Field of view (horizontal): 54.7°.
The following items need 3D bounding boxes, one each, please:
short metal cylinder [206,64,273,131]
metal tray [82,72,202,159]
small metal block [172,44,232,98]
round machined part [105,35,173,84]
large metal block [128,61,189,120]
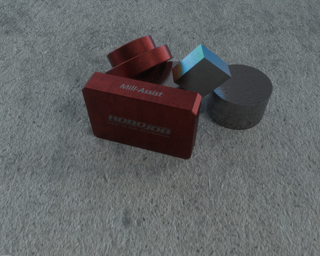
[{"bbox_3d":[0.107,-0.043,0.426,0.081,0.050,0.080,0,50,0],"label":"short metal cylinder"},{"bbox_3d":[-0.021,-0.013,0.373,0.131,0.090,0.030,13,52,10],"label":"metal tray"},{"bbox_3d":[0.052,-0.069,0.388,0.050,0.050,0.025,26,43,-34],"label":"small metal block"},{"bbox_3d":[-0.035,-0.097,0.438,0.099,0.098,0.042,-30,100,-23],"label":"round machined part"},{"bbox_3d":[-0.003,-0.047,0.430,0.081,0.050,0.080,-1,50,-1],"label":"large metal block"}]
